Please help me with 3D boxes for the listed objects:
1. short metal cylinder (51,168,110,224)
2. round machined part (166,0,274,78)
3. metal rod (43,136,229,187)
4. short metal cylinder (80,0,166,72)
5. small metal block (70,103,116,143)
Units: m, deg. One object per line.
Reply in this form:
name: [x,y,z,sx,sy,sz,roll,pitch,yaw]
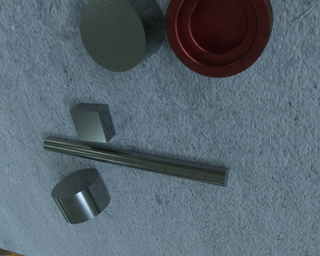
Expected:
short metal cylinder: [-0.128,0.109,0.507,0.080,0.080,0.050,-7,115,31]
round machined part: [0.059,-0.102,0.302,0.098,0.042,0.097,13,124,21]
metal rod: [-0.050,0.045,0.461,0.301,0.025,0.025,8,122,24]
short metal cylinder: [-0.041,-0.109,0.345,0.080,0.050,0.079,13,124,21]
small metal block: [-0.098,-0.008,0.454,0.050,0.025,0.050,4,121,26]
